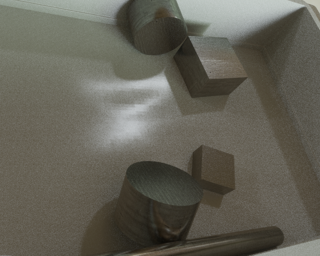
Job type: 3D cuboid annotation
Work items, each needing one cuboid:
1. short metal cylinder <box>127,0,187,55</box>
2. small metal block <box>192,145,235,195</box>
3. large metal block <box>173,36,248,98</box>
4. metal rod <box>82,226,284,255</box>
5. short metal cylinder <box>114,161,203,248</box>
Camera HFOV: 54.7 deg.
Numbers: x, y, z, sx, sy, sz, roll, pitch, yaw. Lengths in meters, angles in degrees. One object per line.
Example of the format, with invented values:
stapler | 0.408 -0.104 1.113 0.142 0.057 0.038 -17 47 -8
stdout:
short metal cylinder | -0.005 -0.155 0.464 0.081 0.080 0.050 -3 63 -30
small metal block | 0.071 0.056 0.412 0.050 0.025 0.050 19 54 -17
large metal block | 0.080 -0.098 0.494 0.081 0.050 0.080 -8 66 -32
metal rod | 0.036 0.121 0.302 0.302 0.025 0.025 10 57 -41
short metal cylinder | -0.002 0.076 0.320 0.080 0.050 0.080 15 19 -5
